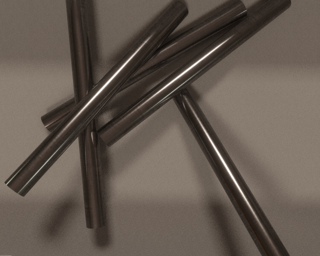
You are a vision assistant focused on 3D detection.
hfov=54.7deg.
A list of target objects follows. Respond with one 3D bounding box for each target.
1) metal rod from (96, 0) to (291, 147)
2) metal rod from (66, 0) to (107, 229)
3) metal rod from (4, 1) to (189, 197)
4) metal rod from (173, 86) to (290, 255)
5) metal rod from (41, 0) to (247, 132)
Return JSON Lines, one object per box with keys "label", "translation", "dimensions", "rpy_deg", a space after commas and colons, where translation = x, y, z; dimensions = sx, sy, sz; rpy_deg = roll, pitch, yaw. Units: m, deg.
{"label": "metal rod", "translation": [0.048, -0.079, 0.393], "dimensions": [0.301, 0.025, 0.025], "rpy_deg": [-38, 90, -8]}
{"label": "metal rod", "translation": [-0.092, -0.028, 0.384], "dimensions": [0.025, 0.025, 0.298], "rpy_deg": [-5, 89, -1]}
{"label": "metal rod", "translation": [-0.063, -0.047, 0.369], "dimensions": [0.025, 0.025, 0.300], "rpy_deg": [39, 73, 0]}
{"label": "metal rod", "translation": [0.087, 0.069, 0.351], "dimensions": [0.025, 0.025, 0.299], "rpy_deg": [-27, 65, 0]}
{"label": "metal rod", "translation": [-0.020, -0.082, 0.411], "dimensions": [0.301, 0.025, 0.025], "rpy_deg": [-31, 90, -1]}
